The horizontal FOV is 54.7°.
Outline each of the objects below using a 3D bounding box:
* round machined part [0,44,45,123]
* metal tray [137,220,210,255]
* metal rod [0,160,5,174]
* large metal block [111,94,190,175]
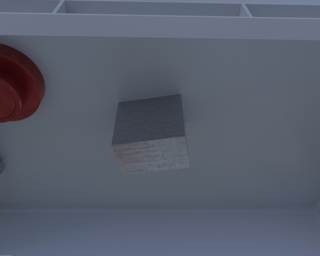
[{"bbox_3d":[-0.189,-0.044,0.357,0.099,0.042,0.097,-1,130,0],"label":"round machined part"},{"bbox_3d":[0.024,0.214,0.591,0.131,0.030,0.089,0,130,-1],"label":"metal tray"},{"bbox_3d":[-0.261,-0.001,0.323,0.025,0.025,0.299,-7,155,5],"label":"metal rod"},{"bbox_3d":[-0.009,0.007,0.379,0.080,0.080,0.050,-7,130,5],"label":"large metal block"}]
